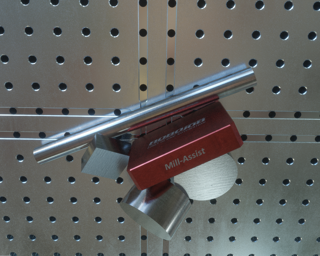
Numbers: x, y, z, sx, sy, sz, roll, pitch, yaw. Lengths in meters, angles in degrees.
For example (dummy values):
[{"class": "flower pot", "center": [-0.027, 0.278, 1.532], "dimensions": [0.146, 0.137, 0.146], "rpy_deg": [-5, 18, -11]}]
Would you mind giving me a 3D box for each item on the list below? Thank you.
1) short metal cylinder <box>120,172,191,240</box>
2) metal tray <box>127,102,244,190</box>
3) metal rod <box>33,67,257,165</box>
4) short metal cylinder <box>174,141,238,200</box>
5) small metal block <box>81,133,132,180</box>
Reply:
[{"class": "short metal cylinder", "center": [-0.006, 0.103, 0.411], "dimensions": [0.080, 0.080, 0.050], "rpy_deg": [45, 63, -15]}, {"class": "metal tray", "center": [0.027, 0.018, 0.382], "dimensions": [0.130, 0.090, 0.030], "rpy_deg": [-25, 108, 9]}, {"class": "metal rod", "center": [-0.024, -0.013, 0.404], "dimensions": [0.301, 0.025, 0.025], "rpy_deg": [-20, 109, 7]}, {"class": "short metal cylinder", "center": [0.056, 0.048, 0.409], "dimensions": [0.081, 0.050, 0.079], "rpy_deg": [-2, 119, -4]}, {"class": "small metal block", "center": [-0.071, 0.039, 0.410], "dimensions": [0.050, 0.025, 0.050], "rpy_deg": [18, 126, -27]}]
